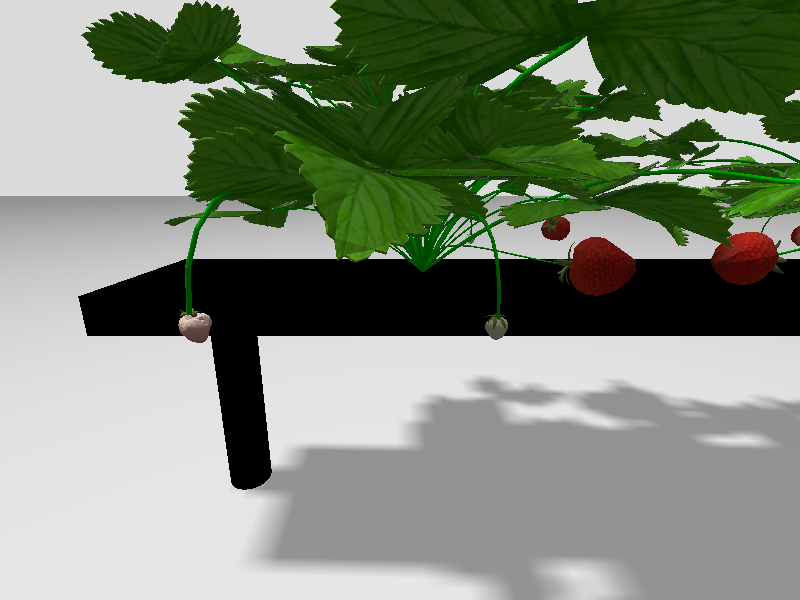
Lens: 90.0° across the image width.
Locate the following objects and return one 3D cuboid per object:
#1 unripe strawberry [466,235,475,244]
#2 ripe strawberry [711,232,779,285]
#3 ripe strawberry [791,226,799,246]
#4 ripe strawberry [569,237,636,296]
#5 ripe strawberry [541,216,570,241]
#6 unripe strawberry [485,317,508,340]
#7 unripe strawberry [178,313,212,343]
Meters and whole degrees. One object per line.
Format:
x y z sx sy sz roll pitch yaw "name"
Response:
0.086 -0.074 0.486 0.011 0.011 0.010 8 18 24 "unripe strawberry"
0.264 -0.032 0.312 0.043 0.042 0.040 -4 17 -11 "ripe strawberry"
0.503 -0.081 0.498 0.025 0.029 0.027 3 16 12 "ripe strawberry"
0.144 -0.024 0.285 0.042 0.041 0.039 10 19 28 "ripe strawberry"
0.212 -0.096 0.541 0.037 0.031 0.037 15 -6 42 "ripe strawberry"
0.046 0.013 0.192 0.011 0.011 0.010 -2 16 -8 "unripe strawberry"
-0.088 0.012 0.173 0.014 0.013 0.013 9 18 29 "unripe strawberry"
